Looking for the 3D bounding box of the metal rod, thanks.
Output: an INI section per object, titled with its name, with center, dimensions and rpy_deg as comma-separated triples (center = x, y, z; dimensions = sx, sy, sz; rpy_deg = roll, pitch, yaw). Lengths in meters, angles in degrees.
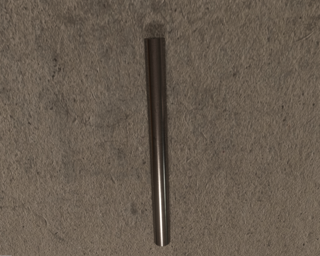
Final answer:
[metal rod]
center = -0.002, 0.032, 0.421
dimensions = 0.025, 0.025, 0.298
rpy_deg = -2, 110, 0
